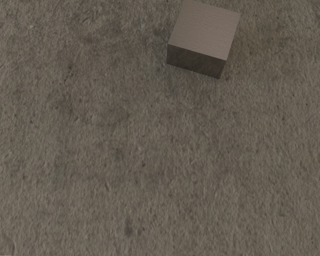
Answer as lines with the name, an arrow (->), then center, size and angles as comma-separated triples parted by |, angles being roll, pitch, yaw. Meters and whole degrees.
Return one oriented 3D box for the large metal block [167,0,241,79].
large metal block -> 0.061, -0.126, 0.442 | 0.080, 0.050, 0.080 | 18, 71, 6
